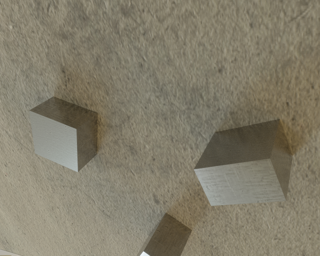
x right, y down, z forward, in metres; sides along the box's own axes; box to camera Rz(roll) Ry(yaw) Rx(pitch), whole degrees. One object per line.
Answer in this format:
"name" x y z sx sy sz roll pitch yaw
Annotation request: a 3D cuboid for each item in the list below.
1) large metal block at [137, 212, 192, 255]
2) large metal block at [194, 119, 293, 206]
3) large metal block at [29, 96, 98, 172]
"large metal block" -0.001 0.197 0.492 0.050 0.080 0.079 33 129 6
"large metal block" 0.095 0.038 0.344 0.080 0.080 0.050 -14 111 33
"large metal block" -0.143 0.009 0.469 0.080 0.050 0.079 20 126 16
